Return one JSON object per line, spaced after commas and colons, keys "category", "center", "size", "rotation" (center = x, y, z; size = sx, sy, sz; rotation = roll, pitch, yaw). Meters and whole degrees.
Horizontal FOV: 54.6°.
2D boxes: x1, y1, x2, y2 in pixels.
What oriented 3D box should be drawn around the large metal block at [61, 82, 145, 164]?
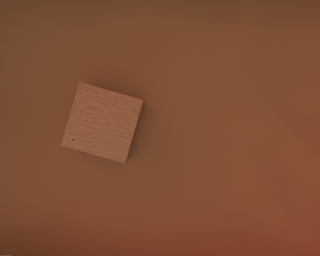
{"category": "large metal block", "center": [-0.070, -0.007, 0.398], "size": [0.080, 0.050, 0.080], "rotation": [16, 90, 0]}
